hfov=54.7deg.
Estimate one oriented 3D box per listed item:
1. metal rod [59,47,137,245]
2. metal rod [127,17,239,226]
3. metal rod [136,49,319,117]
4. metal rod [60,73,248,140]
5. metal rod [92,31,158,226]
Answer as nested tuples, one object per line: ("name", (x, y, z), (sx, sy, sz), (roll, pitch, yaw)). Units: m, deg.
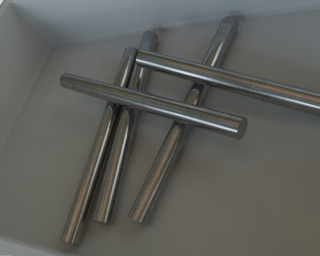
("metal rod", (-0.077, 0.008, 0.439), (0.025, 0.025, 0.300), (0, 61, 28))
("metal rod", (0.037, -0.022, 0.398), (0.025, 0.025, 0.300), (14, 69, 33))
("metal rod", (0.099, -0.050, 0.360), (0.300, 0.025, 0.025), (21, 73, 27))
("metal rod", (-0.031, -0.037, 0.410), (0.300, 0.025, 0.025), (18, 71, 34))
("metal rod", (-0.043, -0.018, 0.437), (0.025, 0.025, 0.299), (-3, 60, 26))
